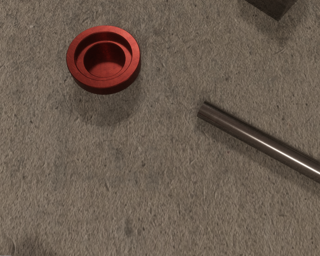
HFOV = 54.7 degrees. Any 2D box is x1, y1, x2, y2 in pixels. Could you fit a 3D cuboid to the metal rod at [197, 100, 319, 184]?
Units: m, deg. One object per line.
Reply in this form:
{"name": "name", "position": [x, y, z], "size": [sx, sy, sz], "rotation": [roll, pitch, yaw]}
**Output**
{"name": "metal rod", "position": [0.185, 0.047, 0.393], "size": [0.301, 0.025, 0.025], "rotation": [30, 73, 10]}

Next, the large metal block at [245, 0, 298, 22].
{"name": "large metal block", "position": [0.181, -0.228, 0.480], "size": [0.080, 0.050, 0.080], "rotation": [39, 74, 12]}

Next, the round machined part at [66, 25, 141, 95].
{"name": "round machined part", "position": [-0.075, -0.090, 0.431], "size": [0.099, 0.042, 0.098], "rotation": [0, 70, -1]}
